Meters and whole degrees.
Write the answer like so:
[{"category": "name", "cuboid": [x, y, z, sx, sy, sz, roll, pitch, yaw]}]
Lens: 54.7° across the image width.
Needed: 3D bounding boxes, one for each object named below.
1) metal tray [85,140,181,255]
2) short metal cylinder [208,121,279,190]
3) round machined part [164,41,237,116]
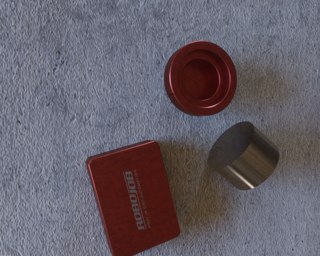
[{"category": "metal tray", "cuboid": [-0.033, 0.089, 0.395, 0.091, 0.030, 0.129, -16, 96, -20]}, {"category": "short metal cylinder", "cuboid": [0.113, 0.037, 0.423, 0.050, 0.080, 0.080, 40, 77, -16]}, {"category": "round machined part", "cuboid": [0.051, -0.064, 0.420, 0.099, 0.042, 0.097, 0, 90, -21]}]
